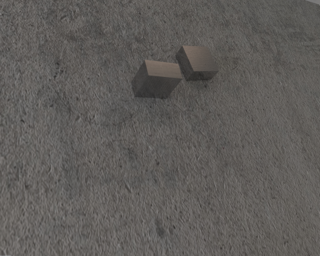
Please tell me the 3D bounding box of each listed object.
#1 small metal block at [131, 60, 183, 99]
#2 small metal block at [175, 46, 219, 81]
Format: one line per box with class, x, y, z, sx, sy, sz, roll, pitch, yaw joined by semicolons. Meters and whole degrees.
small metal block;-0.005;-0.065;0.424;0.050;0.050;0.025;1;62;-28
small metal block;0.059;-0.104;0.499;0.050;0.025;0.050;-7;65;-31
